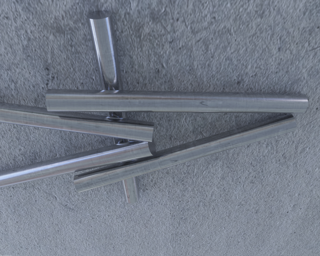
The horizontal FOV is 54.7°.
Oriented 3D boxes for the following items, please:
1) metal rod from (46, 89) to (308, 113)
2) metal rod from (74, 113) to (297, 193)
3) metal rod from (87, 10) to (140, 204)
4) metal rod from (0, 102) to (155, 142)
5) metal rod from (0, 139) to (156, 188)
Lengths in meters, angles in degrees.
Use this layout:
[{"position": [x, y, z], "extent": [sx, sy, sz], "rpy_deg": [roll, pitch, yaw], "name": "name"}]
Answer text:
[{"position": [0.027, -0.030, 0.362], "extent": [0.302, 0.025, 0.025], "rpy_deg": [0, 131, -9], "name": "metal rod"}, {"position": [0.030, 0.035, 0.418], "extent": [0.301, 0.025, 0.025], "rpy_deg": [-17, 129, 5], "name": "metal rod"}, {"position": [-0.053, -0.001, 0.407], "extent": [0.025, 0.025, 0.298], "rpy_deg": [-3, 130, 2], "name": "metal rod"}, {"position": [-0.158, -0.015, 0.375], "extent": [0.302, 0.025, 0.025], "rpy_deg": [8, 130, 0], "name": "metal rod"}, {"position": [-0.150, 0.056, 0.436], "extent": [0.301, 0.025, 0.025], "rpy_deg": [-13, 129, 18], "name": "metal rod"}]
